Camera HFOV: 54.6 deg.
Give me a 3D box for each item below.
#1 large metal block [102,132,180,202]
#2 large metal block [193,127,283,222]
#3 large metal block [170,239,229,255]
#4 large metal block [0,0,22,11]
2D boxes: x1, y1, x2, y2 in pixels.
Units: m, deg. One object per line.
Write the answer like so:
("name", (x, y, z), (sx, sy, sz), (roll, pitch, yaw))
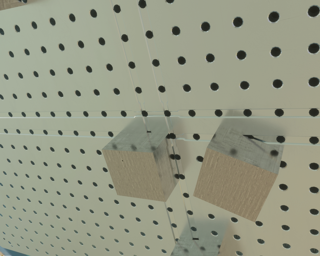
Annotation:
("large metal block", (-0.025, 0.053, 0.442), (0.080, 0.050, 0.080), (1, 119, 28))
("large metal block", (0.094, 0.056, 0.380), (0.080, 0.050, 0.079), (21, 126, 16))
("large metal block", (0.070, 0.230, 0.501), (0.080, 0.050, 0.080), (-11, 113, 33))
("large metal block", (-0.231, -0.201, 0.394), (0.080, 0.050, 0.079), (19, 126, 17))
